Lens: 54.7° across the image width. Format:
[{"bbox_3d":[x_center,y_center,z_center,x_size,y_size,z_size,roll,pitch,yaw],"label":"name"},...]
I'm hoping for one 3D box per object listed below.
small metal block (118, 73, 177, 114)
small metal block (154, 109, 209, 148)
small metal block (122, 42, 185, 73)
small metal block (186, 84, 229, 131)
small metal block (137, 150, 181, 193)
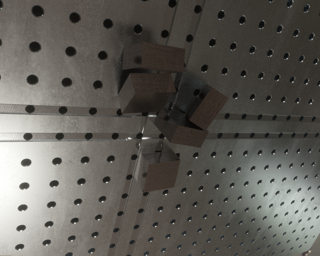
[{"bbox_3d":[-0.016,-0.040,0.363,0.050,0.025,0.050,-5,159,-27],"label":"small metal block"},{"bbox_3d":[0.028,0.000,0.412,0.050,0.050,0.025,11,113,-33],"label":"small metal block"},{"bbox_3d":[-0.008,-0.076,0.342,0.050,0.050,0.025,1,95,-29],"label":"small metal block"},{"bbox_3d":[0.061,-0.029,0.409,0.025,0.050,0.050,33,101,-7],"label":"small metal block"},{"bbox_3d":[-0.002,0.063,0.451,0.050,0.025,0.050,-5,121,-27],"label":"small metal block"}]
